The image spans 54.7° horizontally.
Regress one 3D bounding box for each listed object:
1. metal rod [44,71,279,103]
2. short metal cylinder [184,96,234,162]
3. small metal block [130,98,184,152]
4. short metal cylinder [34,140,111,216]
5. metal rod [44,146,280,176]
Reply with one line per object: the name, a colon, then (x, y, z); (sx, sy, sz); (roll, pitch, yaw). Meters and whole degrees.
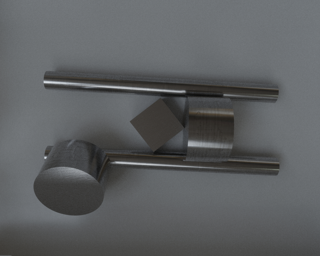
metal rod: (0.002, -0.054, 0.409); (0.302, 0.025, 0.025); (3, 90, -1)
short metal cylinder: (0.057, 0.001, 0.383); (0.050, 0.080, 0.079); (2, 90, 0)
small metal block: (-0.004, -0.004, 0.410); (0.050, 0.025, 0.050); (-38, 91, 0)
short metal cylinder: (-0.105, 0.061, 0.379); (0.081, 0.050, 0.079); (1, 124, 1)
metal rod: (0.003, 0.043, 0.409); (0.302, 0.025, 0.025); (3, 90, -1)
